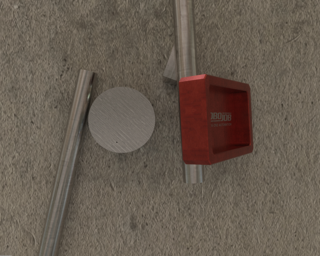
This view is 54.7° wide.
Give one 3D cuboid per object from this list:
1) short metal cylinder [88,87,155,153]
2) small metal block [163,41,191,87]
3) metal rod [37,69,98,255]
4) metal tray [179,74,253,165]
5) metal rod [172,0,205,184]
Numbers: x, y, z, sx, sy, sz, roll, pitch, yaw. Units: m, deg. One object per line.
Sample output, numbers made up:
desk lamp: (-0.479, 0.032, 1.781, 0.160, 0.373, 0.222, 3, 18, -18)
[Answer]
short metal cylinder: (-0.046, -0.010, 0.397, 0.081, 0.050, 0.079, 0, 90, 0)
small metal block: (0.024, -0.082, 0.397, 0.025, 0.050, 0.050, 20, 90, 0)
metal rod: (-0.127, 0.071, 0.408, 0.025, 0.025, 0.298, 13, 90, 0)
metal tray: (0.071, -0.010, 0.361, 0.030, 0.131, 0.089, -3, 90, 35)
metal rod: (0.030, -0.086, 0.359, 0.025, 0.025, 0.298, -4, 91, 0)
